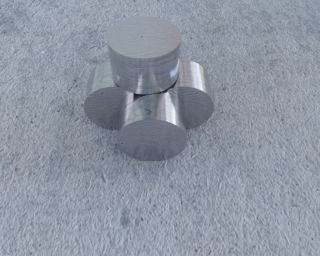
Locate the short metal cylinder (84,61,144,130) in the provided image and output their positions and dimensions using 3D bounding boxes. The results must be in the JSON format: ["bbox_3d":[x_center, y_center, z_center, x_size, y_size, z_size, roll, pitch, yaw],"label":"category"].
[{"bbox_3d":[-0.055,-0.041,0.403,0.081,0.080,0.050,-1,50,-1],"label":"short metal cylinder"}]

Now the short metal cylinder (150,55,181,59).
[{"bbox_3d":[-0.009,-0.081,0.437,0.081,0.080,0.050,-1,50,-2],"label":"short metal cylinder"}]

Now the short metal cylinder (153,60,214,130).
[{"bbox_3d":[0.027,-0.041,0.404,0.081,0.080,0.050,0,50,-1],"label":"short metal cylinder"}]

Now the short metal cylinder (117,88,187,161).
[{"bbox_3d":[-0.009,-0.003,0.371,0.081,0.080,0.050,0,50,-1],"label":"short metal cylinder"}]

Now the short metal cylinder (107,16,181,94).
[{"bbox_3d":[-0.017,-0.084,0.355,0.081,0.050,0.080,0,50,0],"label":"short metal cylinder"}]
